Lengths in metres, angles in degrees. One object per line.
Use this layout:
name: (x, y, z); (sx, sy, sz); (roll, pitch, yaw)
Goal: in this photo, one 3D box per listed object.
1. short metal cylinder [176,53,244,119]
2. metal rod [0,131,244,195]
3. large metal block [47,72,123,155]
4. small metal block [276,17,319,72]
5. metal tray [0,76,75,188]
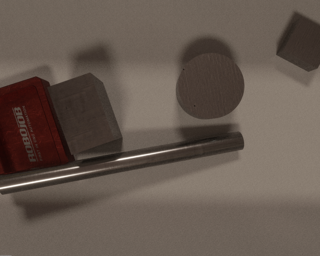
short metal cylinder: (0.062, -0.051, 0.400); (0.081, 0.050, 0.079); (0, 90, -1)
metal rod: (-0.040, 0.042, 0.390); (0.302, 0.025, 0.025); (-10, 90, -9)
large metal block: (-0.088, -0.016, 0.383); (0.050, 0.080, 0.080); (-20, 90, 0)
small metal block: (0.194, -0.111, 0.414); (0.050, 0.025, 0.050); (28, 90, -1)
metal tray: (-0.175, 0.008, 0.406); (0.090, 0.030, 0.129); (-18, 90, -1)
